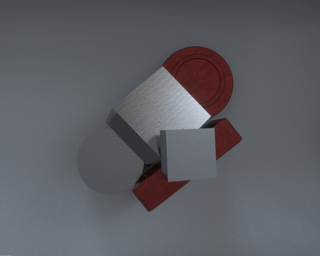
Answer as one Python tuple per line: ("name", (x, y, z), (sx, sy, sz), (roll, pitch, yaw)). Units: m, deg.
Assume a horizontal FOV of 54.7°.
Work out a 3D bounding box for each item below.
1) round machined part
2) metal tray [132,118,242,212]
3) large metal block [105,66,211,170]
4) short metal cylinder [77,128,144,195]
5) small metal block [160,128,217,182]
("round machined part", (0.046, -0.058, 0.402), (0.099, 0.042, 0.097), (0, 90, -1))
("metal tray", (0.030, 0.040, 0.377), (0.130, 0.090, 0.030), (-38, 90, -1))
("large metal block", (-0.003, -0.010, 0.362), (0.080, 0.050, 0.080), (46, 65, 0))
("short metal cylinder", (-0.060, 0.040, 0.396), (0.081, 0.050, 0.079), (0, 90, -1))
("small metal block", (0.028, 0.026, 0.315), (0.050, 0.025, 0.050), (-2, 89, -14))
